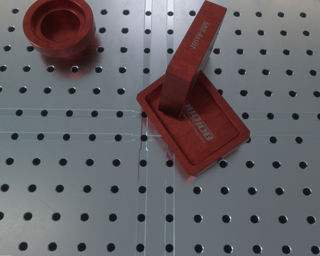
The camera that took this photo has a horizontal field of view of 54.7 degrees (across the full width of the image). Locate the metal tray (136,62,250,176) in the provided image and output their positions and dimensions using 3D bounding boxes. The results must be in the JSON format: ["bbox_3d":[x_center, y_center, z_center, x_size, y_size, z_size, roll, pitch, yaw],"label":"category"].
[{"bbox_3d":[0.041,-0.014,0.401,0.090,0.030,0.130,-36,74,5],"label":"metal tray"}]

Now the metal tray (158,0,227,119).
[{"bbox_3d":[0.041,-0.087,0.396,0.030,0.090,0.130,24,61,6],"label":"metal tray"}]

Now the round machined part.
[{"bbox_3d":[-0.143,-0.144,0.454,0.099,0.042,0.098,0,70,0],"label":"round machined part"}]
